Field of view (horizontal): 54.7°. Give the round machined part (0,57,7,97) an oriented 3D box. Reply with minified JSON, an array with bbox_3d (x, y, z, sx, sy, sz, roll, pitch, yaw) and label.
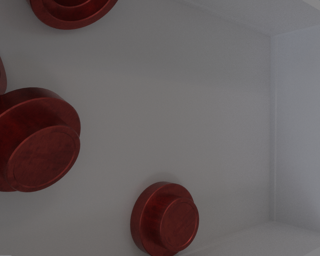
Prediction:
[{"bbox_3d":[-0.163,-0.061,0.233,0.042,0.098,0.098,-23,108,-4],"label":"round machined part"}]

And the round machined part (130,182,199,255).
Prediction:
[{"bbox_3d":[0.013,0.122,0.407,0.099,0.042,0.097,0,90,-40],"label":"round machined part"}]

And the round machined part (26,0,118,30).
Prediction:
[{"bbox_3d":[-0.086,-0.147,0.299,0.099,0.097,0.042,-21,69,-38],"label":"round machined part"}]

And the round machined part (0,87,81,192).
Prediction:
[{"bbox_3d":[-0.111,0.017,0.273,0.099,0.042,0.097,-36,146,-29],"label":"round machined part"}]
